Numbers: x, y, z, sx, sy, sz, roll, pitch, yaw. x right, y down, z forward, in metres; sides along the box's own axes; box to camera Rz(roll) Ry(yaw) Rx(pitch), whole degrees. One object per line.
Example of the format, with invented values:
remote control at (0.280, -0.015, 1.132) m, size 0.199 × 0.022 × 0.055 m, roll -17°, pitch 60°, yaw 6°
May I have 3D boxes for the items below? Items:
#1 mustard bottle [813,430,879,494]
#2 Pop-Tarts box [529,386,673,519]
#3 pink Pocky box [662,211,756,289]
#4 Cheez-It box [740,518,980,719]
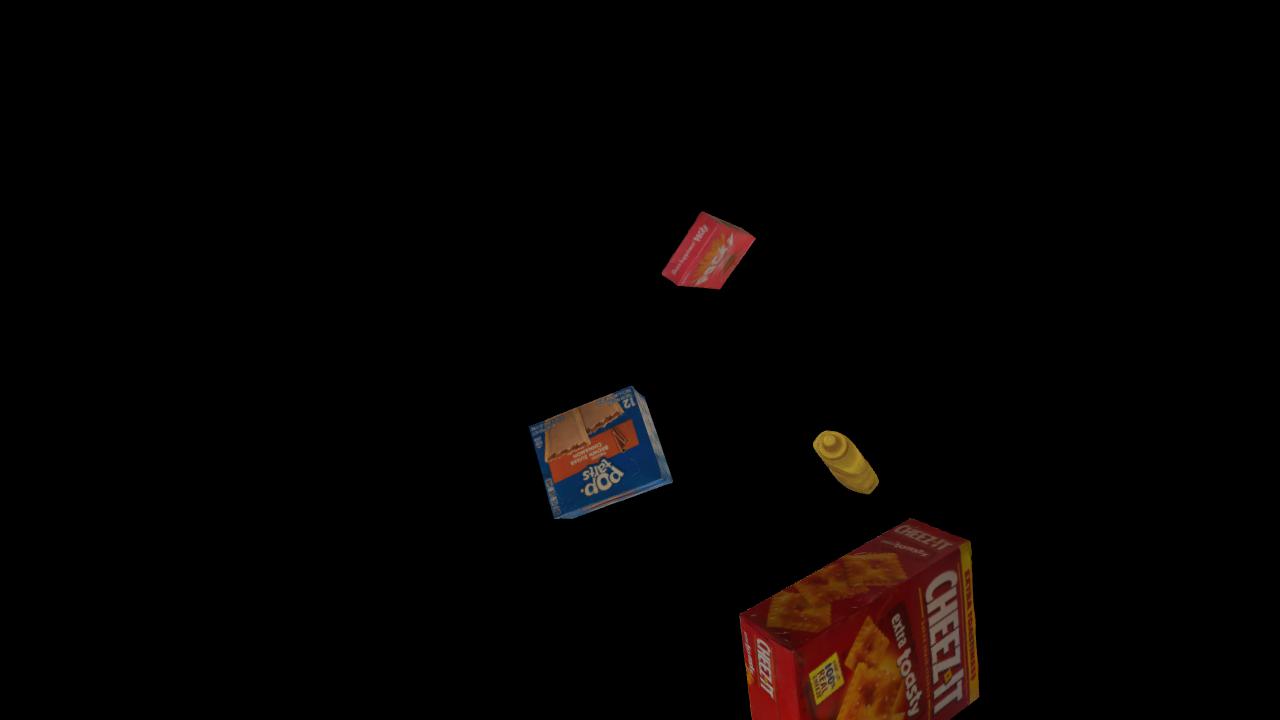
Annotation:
mustard bottle at (0.313, 0.152, 0.955) m, size 0.092 × 0.054 × 0.184 m, roll 47°, pitch 4°, yaw 38°
Pop-Tarts box at (-0.057, 0.137, 0.894) m, size 0.167 × 0.141 × 0.083 m, roll -22°, pitch -18°, yaw 10°
pink Pocky box at (0.087, -0.127, 0.744) m, size 0.029 × 0.084 × 0.155 m, roll 40°, pitch 19°, yaw 18°
Cheez-It box at (0.198, 0.259, 0.535) m, size 0.223 × 0.166 × 0.071 m, roll -15°, pitch 14°, yaw -28°
